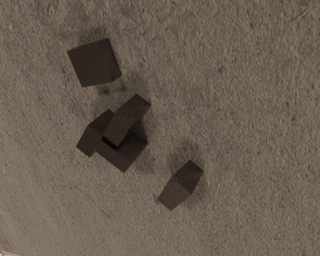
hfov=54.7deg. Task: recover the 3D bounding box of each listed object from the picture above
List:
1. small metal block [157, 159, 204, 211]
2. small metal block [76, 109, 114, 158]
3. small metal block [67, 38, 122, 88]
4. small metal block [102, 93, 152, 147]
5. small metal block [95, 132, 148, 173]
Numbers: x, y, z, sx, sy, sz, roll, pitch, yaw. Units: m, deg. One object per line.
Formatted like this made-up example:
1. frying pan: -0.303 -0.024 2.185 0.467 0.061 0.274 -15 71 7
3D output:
1. small metal block: 0.028 0.078 0.423 0.025 0.050 0.050 41 129 0
2. small metal block: -0.086 0.007 0.439 0.025 0.050 0.050 40 129 1
3. small metal block: -0.084 -0.083 0.398 0.050 0.025 0.050 -5 116 30
4. small metal block: -0.043 -0.011 0.405 0.025 0.050 0.050 38 129 2
5. small metal block: -0.053 0.027 0.433 0.050 0.050 0.025 37 129 3
